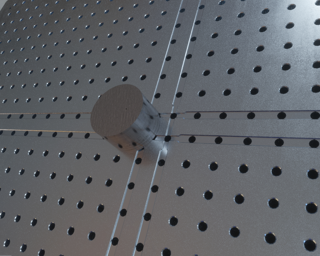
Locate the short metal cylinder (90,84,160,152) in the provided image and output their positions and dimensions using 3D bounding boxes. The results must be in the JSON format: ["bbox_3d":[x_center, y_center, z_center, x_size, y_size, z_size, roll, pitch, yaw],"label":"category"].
[{"bbox_3d":[-0.047,-0.013,0.426,0.080,0.050,0.080,-13,56,21],"label":"short metal cylinder"}]
